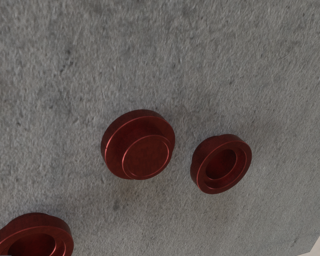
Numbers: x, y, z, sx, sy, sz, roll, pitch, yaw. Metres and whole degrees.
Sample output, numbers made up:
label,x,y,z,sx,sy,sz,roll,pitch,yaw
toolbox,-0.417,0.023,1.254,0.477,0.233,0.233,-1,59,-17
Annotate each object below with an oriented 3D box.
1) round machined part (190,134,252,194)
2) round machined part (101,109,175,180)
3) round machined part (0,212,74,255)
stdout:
label,x,y,z,sx,sy,sz,roll,pitch,yaw
round machined part,0.089,0.051,0.478,0.099,0.042,0.097,-14,125,-21
round machined part,-0.023,0.028,0.402,0.099,0.042,0.097,-14,125,-21
round machined part,-0.165,0.148,0.398,0.099,0.042,0.097,-14,125,-21
